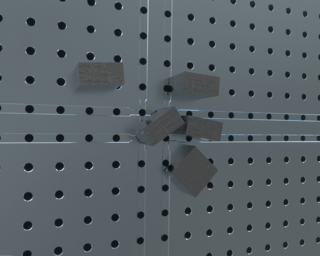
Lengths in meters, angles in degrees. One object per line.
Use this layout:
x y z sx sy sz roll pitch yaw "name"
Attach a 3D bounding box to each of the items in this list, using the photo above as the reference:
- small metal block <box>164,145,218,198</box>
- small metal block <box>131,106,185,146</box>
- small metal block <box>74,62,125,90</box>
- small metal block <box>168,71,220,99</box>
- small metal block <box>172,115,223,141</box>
0.044 0.059 0.430 0.050 0.025 0.050 47 75 -15 "small metal block"
-0.004 -0.003 0.399 0.050 0.050 0.025 -36 102 -17 "small metal block"
-0.074 -0.062 0.373 0.050 0.050 0.025 -5 92 -20 "small metal block"
0.045 -0.056 0.417 0.050 0.050 0.025 5 89 -20 "small metal block"
0.049 0.001 0.419 0.050 0.050 0.025 11 86 -20 "small metal block"
